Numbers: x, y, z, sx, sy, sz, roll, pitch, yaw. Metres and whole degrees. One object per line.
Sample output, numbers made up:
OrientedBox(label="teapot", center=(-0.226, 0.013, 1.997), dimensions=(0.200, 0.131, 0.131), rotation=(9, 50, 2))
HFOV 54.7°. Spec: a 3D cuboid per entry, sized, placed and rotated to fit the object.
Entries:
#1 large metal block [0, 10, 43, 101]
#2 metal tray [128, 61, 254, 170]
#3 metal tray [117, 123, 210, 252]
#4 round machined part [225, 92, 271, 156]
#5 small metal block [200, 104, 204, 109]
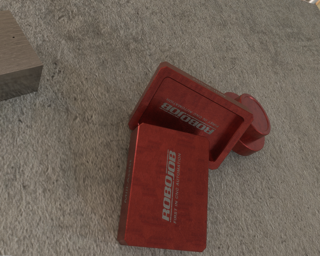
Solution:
OrientedBox(label="large metal block", center=(-0.186, -0.074, 0.333), dimensions=(0.081, 0.050, 0.080), rotation=(-25, 76, -37))
OrientedBox(label="metal tray", center=(0.038, -0.013, 0.390), dimensions=(0.131, 0.089, 0.030), rotation=(27, 20, -12))
OrientedBox(label="metal tray", center=(0.007, 0.066, 0.348), dimensions=(0.091, 0.030, 0.130), rotation=(13, 67, -19))
OrientedBox(label="round machined part", center=(0.124, -0.012, 0.454), dimensions=(0.098, 0.042, 0.098), rotation=(26, 47, -31))
OrientedBox(label="small metal block", center=(0.044, -0.026, 0.445), dimensions=(0.050, 0.025, 0.050), rotation=(2, 61, -28))
